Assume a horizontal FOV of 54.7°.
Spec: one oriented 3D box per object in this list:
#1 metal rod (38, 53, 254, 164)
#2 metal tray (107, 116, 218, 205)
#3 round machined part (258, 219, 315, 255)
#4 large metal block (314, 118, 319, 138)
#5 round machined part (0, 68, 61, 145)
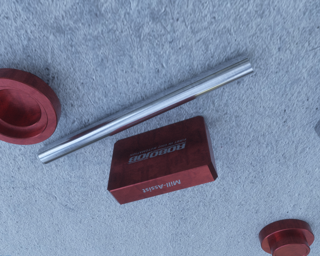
[{"bbox_3d":[-0.031,-0.017,0.392,0.300,0.025,0.025,-23,127,18],"label":"metal rod"},{"bbox_3d":[0.002,0.040,0.398,0.130,0.090,0.030,-17,128,13],"label":"metal tray"},{"bbox_3d":[0.241,0.218,0.585,0.099,0.042,0.097,-1,130,0],"label":"round machined part"},{"bbox_3d":[0.257,-0.010,0.386,0.081,0.050,0.079,4,130,-4],"label":"large metal block"},{"bbox_3d":[-0.168,-0.029,0.369,0.099,0.042,0.097,-1,130,0],"label":"round machined part"}]
